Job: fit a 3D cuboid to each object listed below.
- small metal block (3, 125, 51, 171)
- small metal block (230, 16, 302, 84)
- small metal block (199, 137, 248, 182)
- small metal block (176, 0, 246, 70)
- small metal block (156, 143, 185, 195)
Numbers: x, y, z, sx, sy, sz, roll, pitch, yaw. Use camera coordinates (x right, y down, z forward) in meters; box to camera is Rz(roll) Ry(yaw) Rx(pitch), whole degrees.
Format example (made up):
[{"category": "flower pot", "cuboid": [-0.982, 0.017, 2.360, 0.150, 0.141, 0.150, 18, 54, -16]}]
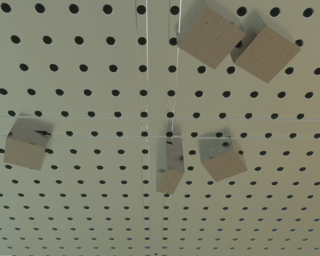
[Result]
[{"category": "small metal block", "cuboid": [-0.186, 0.029, 0.435, 0.050, 0.025, 0.050, 17, 128, -14]}, {"category": "small metal block", "cuboid": [0.114, -0.084, 0.340, 0.050, 0.025, 0.050, 25, 126, -20]}, {"category": "small metal block", "cuboid": [0.092, 0.047, 0.452, 0.050, 0.025, 0.050, -25, 126, 20]}, {"category": "small metal block", "cuboid": [0.053, -0.098, 0.328, 0.050, 0.025, 0.050, 27, 125, -21]}, {"category": "small metal block", "cuboid": [0.014, 0.059, 0.445, 0.025, 0.050, 0.050, 13, 129, -11]}]
